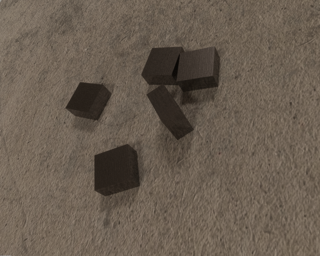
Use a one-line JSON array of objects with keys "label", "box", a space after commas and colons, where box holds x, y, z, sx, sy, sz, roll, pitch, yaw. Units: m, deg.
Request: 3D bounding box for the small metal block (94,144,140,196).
[{"label": "small metal block", "box": [-0.056, 0.054, 0.398, 0.050, 0.025, 0.050, -19, 54, 16]}]

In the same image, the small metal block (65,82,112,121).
[{"label": "small metal block", "box": [-0.112, -0.043, 0.487, 0.050, 0.025, 0.050, 11, 67, 32]}]

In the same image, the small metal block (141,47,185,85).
[{"label": "small metal block", "box": [0.007, -0.091, 0.454, 0.050, 0.025, 0.050, 6, 64, 30]}]

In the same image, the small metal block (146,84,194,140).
[{"label": "small metal block", "box": [0.013, -0.020, 0.392, 0.025, 0.050, 0.050, -34, 52, 6]}]

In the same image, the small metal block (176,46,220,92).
[{"label": "small metal block", "box": [0.053, -0.080, 0.424, 0.050, 0.025, 0.050, -6, 59, 25]}]
